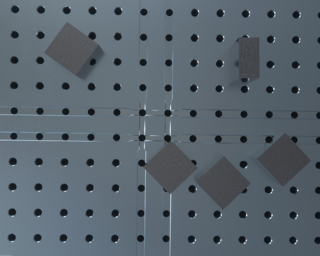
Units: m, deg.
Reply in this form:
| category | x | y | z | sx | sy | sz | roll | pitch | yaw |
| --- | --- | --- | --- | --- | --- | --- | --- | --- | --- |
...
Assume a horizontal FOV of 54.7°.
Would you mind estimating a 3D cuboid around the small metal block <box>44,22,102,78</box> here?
| category | x | y | z | sx | sy | sz | roll | pitch | yaw |
| --- | --- | --- | --- | --- | --- | --- | --- | --- | --- |
| small metal block | -0.114 | -0.103 | 0.412 | 0.050 | 0.025 | 0.050 | 36 | 90 | -1 |

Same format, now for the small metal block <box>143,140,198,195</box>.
| category | x | y | z | sx | sy | sz | roll | pitch | yaw |
| --- | --- | --- | --- | --- | --- | --- | --- | --- | --- |
| small metal block | 0.014 | 0.051 | 0.414 | 0.050 | 0.025 | 0.050 | -44 | 91 | 0 |

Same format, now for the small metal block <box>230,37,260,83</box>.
| category | x | y | z | sx | sy | sz | roll | pitch | yaw |
| --- | --- | --- | --- | --- | --- | --- | --- | --- | --- |
| small metal block | 0.109 | -0.086 | 0.402 | 0.025 | 0.050 | 0.050 | 0 | 90 | 0 |

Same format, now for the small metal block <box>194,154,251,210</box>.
| category | x | y | z | sx | sy | sz | roll | pitch | yaw |
| --- | --- | --- | --- | --- | --- | --- | --- | --- | --- |
| small metal block | 0.083 | 0.071 | 0.415 | 0.050 | 0.025 | 0.050 | -44 | 91 | 0 |

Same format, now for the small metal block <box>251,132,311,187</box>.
| category | x | y | z | sx | sy | sz | roll | pitch | yaw |
| --- | --- | --- | --- | --- | --- | --- | --- | --- | --- |
| small metal block | 0.162 | 0.041 | 0.416 | 0.050 | 0.025 | 0.050 | -43 | 91 | 0 |
